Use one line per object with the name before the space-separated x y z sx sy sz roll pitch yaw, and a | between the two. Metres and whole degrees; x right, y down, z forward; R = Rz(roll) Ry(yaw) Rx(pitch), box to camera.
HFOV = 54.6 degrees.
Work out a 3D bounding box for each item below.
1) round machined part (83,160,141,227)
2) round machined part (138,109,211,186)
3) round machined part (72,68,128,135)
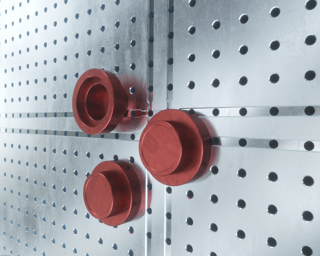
round machined part | -0.078 0.098 0.464 0.098 0.042 0.097 0 90 40
round machined part | 0.011 0.025 0.390 0.098 0.042 0.097 0 90 40
round machined part | -0.087 -0.039 0.472 0.098 0.042 0.097 0 90 40
